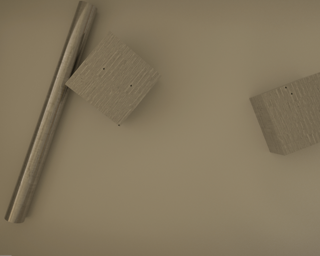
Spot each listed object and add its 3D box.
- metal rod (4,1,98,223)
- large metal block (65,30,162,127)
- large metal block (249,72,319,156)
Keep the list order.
[{"bbox_3d":[-0.143,-0.021,0.409,0.025,0.025,0.298,19,90,-1],"label":"metal rod"},{"bbox_3d":[-0.058,-0.061,0.389,0.080,0.050,0.080,39,90,-16],"label":"large metal block"},{"bbox_3d":[0.175,-0.018,0.401,0.080,0.050,0.080,-21,90,-1],"label":"large metal block"}]
